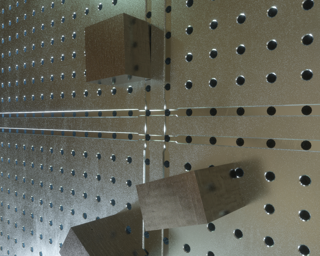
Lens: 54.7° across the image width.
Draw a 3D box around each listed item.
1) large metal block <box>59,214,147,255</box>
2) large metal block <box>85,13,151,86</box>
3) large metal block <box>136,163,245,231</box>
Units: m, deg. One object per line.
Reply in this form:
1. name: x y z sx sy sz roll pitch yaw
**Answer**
1. large metal block: -0.080 0.177 0.437 0.080 0.081 0.050 42 115 32
2. large metal block: -0.061 -0.107 0.441 0.080 0.050 0.079 -3 88 39
3. large metal block: 0.034 0.075 0.344 0.080 0.081 0.050 -21 77 38
